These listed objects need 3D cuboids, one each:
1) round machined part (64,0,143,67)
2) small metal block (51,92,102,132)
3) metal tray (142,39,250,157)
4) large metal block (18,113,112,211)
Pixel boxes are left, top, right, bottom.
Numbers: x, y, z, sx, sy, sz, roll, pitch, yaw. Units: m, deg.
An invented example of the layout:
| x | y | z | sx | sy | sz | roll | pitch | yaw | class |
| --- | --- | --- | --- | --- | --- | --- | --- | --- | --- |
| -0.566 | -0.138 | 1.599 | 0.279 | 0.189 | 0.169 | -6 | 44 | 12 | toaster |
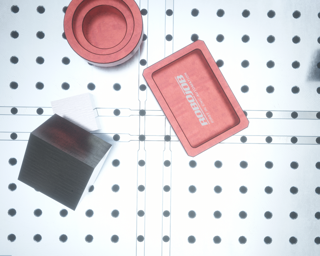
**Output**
| x | y | z | sx | sy | sz | roll | pitch | yaw | class |
| --- | --- | --- | --- | --- | --- | --- | --- | --- | --- |
| -0.070 | -0.128 | 0.404 | 0.099 | 0.042 | 0.097 | 0 | 90 | -1 | round machined part |
| -0.111 | -0.016 | 0.412 | 0.050 | 0.025 | 0.050 | -14 | 90 | -1 | small metal block |
| 0.046 | -0.038 | 0.411 | 0.090 | 0.030 | 0.130 | -29 | 90 | -1 | metal tray |
| -0.117 | 0.042 | 0.382 | 0.080 | 0.050 | 0.079 | 29 | 122 | -1 | large metal block |
